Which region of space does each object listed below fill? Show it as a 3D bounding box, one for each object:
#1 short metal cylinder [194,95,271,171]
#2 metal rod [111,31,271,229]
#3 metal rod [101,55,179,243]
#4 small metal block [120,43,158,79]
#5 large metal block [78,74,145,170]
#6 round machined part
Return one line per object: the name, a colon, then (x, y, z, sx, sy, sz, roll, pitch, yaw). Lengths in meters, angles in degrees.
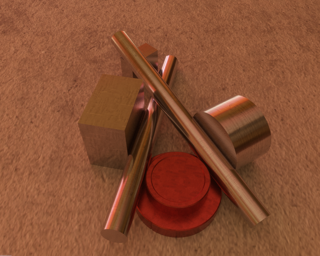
short metal cylinder: (0.082, 0.008, 0.364, 0.050, 0.080, 0.080, -26, 55, -20)
metal rod: (0.022, -0.016, 0.374, 0.025, 0.025, 0.300, -26, 64, -20)
metal rod: (-0.012, -0.003, 0.388, 0.025, 0.025, 0.300, 9, 44, 7)
small metal block: (-0.030, -0.091, 0.464, 0.025, 0.050, 0.050, 38, 59, 27)
large metal block: (-0.053, -0.006, 0.373, 0.050, 0.080, 0.080, 9, 51, 7)
round machined part: (0.019, 0.065, 0.340, 0.099, 0.042, 0.098, 0, 50, 0)
